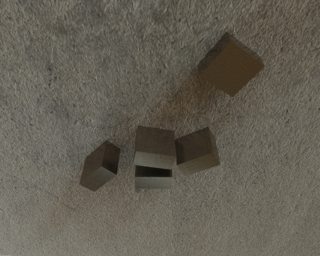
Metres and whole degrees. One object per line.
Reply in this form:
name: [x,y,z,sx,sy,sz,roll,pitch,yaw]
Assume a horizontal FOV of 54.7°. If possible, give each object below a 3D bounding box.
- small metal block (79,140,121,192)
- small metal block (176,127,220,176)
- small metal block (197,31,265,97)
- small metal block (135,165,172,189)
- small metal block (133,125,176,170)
small metal block: [-0.084,0.053,0.435,0.025,0.050,0.050,36,121,-27]
small metal block: [0.050,0.031,0.418,0.050,0.050,0.025,-22,127,17]
small metal block: [0.079,-0.070,0.348,0.050,0.025,0.050,28,125,-22]
small metal block: [-0.009,0.059,0.441,0.050,0.050,0.025,1,130,-1]
small metal block: [-0.007,0.025,0.412,0.050,0.050,0.025,8,130,-7]
